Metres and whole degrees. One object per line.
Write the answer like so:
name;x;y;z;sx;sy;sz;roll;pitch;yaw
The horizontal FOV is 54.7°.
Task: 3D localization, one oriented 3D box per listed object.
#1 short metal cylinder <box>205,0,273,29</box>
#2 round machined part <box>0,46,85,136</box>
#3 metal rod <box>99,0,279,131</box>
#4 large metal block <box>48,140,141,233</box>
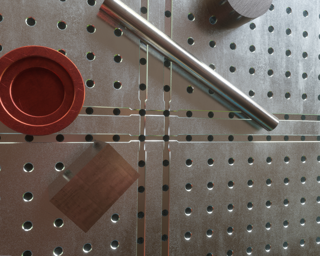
short metal cylinder;0.112;-0.189;0.442;0.081;0.050;0.079;0;90;-21
round machined part;-0.138;-0.040;0.353;0.099;0.042;0.097;0;90;-21
metal rod;0.052;-0.082;0.432;0.301;0.025;0.025;32;79;-18
large metal block;-0.078;0.061;0.355;0.080;0.080;0.050;-46;105;-14
